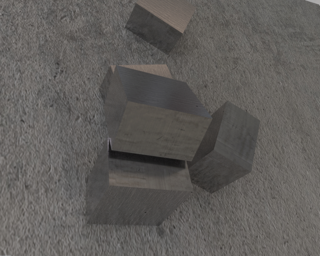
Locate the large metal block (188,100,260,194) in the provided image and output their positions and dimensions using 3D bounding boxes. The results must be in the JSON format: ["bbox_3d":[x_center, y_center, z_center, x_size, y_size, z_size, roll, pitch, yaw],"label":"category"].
[{"bbox_3d":[0.076,0.026,0.393,0.050,0.080,0.080,31,52,-9],"label":"large metal block"}]

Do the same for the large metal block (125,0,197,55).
[{"bbox_3d":[0.002,-0.177,0.497,0.080,0.050,0.080,31,52,-9],"label":"large metal block"}]

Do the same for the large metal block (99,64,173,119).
[{"bbox_3d":[-0.022,-0.033,0.396,0.081,0.050,0.080,-8,66,-32],"label":"large metal block"}]

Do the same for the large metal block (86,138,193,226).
[{"bbox_3d":[-0.025,0.059,0.314,0.081,0.080,0.050,10,48,-23],"label":"large metal block"}]

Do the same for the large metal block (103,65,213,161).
[{"bbox_3d":[-0.007,-0.016,0.308,0.081,0.050,0.080,10,29,-22],"label":"large metal block"}]
